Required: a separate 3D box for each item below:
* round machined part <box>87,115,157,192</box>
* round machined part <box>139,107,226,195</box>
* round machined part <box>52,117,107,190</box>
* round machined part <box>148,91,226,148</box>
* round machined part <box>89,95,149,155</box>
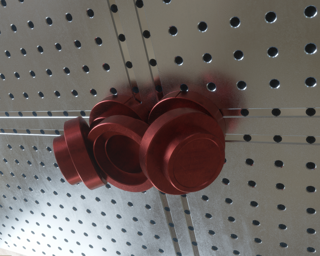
[{"bbox_3d":[-0.037,0.027,0.379,0.098,0.042,0.097,13,124,20],"label":"round machined part"},{"bbox_3d":[0.031,0.030,0.336,0.042,0.099,0.097,37,145,59],"label":"round machined part"},{"bbox_3d":[-0.108,0.037,0.412,0.042,0.098,0.097,-21,112,-4],"label":"round machined part"},{"bbox_3d":[0.029,0.006,0.387,0.098,0.042,0.097,13,124,20],"label":"round machined part"},{"bbox_3d":[-0.058,0.006,0.432,0.098,0.042,0.097,13,124,20],"label":"round machined part"}]
